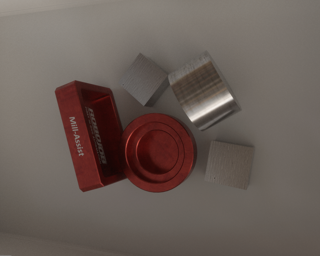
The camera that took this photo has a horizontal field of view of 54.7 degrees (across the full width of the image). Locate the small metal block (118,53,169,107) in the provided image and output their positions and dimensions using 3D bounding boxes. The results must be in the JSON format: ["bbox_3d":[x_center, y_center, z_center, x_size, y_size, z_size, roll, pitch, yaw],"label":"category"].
[{"bbox_3d":[-0.019,-0.063,0.414,0.050,0.025,0.050,42,104,16],"label":"small metal block"}]

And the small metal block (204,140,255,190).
[{"bbox_3d":[0.085,0.044,0.378,0.050,0.025,0.050,10,93,20],"label":"small metal block"}]

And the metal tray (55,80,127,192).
[{"bbox_3d":[-0.081,0.009,0.401,0.030,0.090,0.129,-18,84,19],"label":"metal tray"}]

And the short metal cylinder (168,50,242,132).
[{"bbox_3d":[0.053,-0.043,0.361,0.050,0.080,0.080,-31,80,17],"label":"short metal cylinder"}]

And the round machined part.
[{"bbox_3d":[0.000,0.030,0.397,0.098,0.042,0.097,0,90,19],"label":"round machined part"}]
